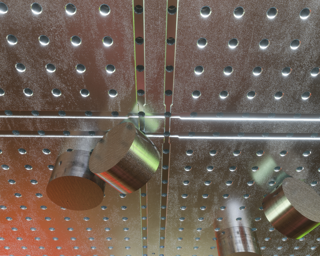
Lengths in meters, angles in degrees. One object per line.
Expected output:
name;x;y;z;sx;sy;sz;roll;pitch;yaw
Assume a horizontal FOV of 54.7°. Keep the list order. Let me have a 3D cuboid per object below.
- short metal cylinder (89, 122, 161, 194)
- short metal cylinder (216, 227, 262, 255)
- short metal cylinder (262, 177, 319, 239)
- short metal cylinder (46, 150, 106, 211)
short metal cylinder;-0.046;0.039;0.408;0.080;0.080;0.050;-30;124;23
short metal cylinder;0.151;0.234;0.597;0.081;0.050;0.079;0;131;0
short metal cylinder;0.210;0.124;0.485;0.081;0.080;0.050;19;127;-16
short metal cylinder;-0.121;0.078;0.460;0.081;0.050;0.079;0;130;0
